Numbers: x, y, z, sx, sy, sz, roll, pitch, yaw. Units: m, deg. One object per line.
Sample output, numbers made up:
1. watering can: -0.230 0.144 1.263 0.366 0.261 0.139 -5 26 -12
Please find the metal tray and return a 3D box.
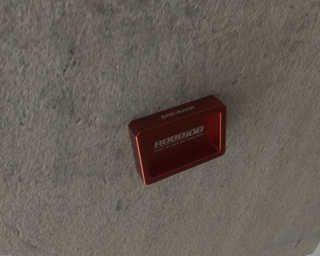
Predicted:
1. metal tray: 0.028 0.016 0.427 0.131 0.030 0.090 -19 126 -17
